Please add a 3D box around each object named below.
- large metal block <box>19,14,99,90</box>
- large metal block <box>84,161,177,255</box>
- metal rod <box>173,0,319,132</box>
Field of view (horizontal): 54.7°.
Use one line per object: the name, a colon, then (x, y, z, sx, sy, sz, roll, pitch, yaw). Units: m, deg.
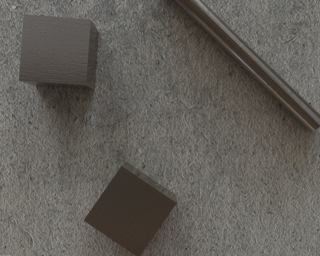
large metal block: (-0.126, -0.094, 0.396, 0.081, 0.050, 0.079, 4, 90, -1)
large metal block: (-0.036, 0.101, 0.397, 0.080, 0.050, 0.080, 34, 90, -1)
metal rod: (0.100, -0.107, 0.411, 0.300, 0.025, 0.025, 44, 90, -1)
